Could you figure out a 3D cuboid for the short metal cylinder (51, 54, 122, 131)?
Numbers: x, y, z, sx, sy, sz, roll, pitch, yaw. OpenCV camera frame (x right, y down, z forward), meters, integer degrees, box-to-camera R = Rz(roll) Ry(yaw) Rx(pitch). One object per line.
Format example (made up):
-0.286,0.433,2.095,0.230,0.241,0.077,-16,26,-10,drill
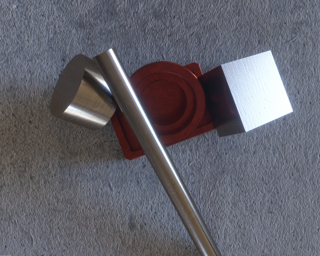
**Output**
-0.090,-0.042,0.376,0.050,0.080,0.080,24,90,-36,short metal cylinder

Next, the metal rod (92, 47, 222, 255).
0.006,0.048,0.367,0.025,0.025,0.299,-27,107,0,metal rod

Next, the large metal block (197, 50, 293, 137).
0.105,-0.042,0.383,0.081,0.050,0.080,-20,90,-26,large metal block

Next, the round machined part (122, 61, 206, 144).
0.003,-0.032,0.379,0.099,0.042,0.097,-1,105,-5,round machined part

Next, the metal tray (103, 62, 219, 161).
0.003,-0.021,0.409,0.131,0.030,0.090,-21,90,-1,metal tray
